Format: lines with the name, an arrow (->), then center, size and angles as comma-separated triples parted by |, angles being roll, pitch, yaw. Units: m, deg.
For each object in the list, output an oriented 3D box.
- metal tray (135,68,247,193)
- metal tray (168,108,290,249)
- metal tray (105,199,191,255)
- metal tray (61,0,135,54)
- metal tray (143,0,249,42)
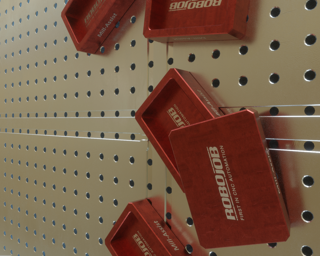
metal tray -> 0.032, 0.002, 0.380 | 0.090, 0.030, 0.130 | -49, 61, 29
metal tray -> 0.071, 0.053, 0.320 | 0.090, 0.030, 0.129 | -16, 90, 24
metal tray -> -0.014, 0.173, 0.418 | 0.130, 0.030, 0.090 | 46, 118, 30
metal tray -> -0.101, -0.194, 0.490 | 0.129, 0.030, 0.090 | -42, 65, 32
metal tray -> 0.040, -0.153, 0.373 | 0.130, 0.030, 0.089 | 11, 97, 39
